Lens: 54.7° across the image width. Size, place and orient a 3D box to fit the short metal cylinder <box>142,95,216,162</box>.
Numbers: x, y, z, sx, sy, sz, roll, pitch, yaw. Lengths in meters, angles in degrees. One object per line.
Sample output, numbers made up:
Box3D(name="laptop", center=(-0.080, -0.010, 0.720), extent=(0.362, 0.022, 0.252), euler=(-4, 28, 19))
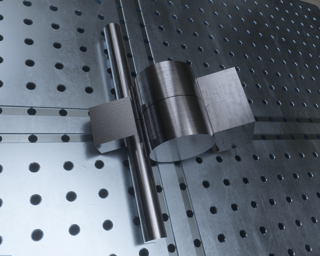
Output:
Box3D(name="short metal cylinder", center=(0.022, 0.003, 0.377), extent=(0.081, 0.080, 0.050), euler=(0, 62, -28))

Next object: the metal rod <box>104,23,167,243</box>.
Box3D(name="metal rod", center=(-0.037, -0.013, 0.390), extent=(0.025, 0.025, 0.299), euler=(0, 62, -28))

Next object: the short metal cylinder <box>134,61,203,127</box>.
Box3D(name="short metal cylinder", center=(0.011, -0.042, 0.399), extent=(0.081, 0.080, 0.050), euler=(0, 62, -28))

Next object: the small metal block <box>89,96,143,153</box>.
Box3D(name="small metal block", center=(-0.052, -0.004, 0.363), extent=(0.050, 0.025, 0.050), euler=(-16, 64, 3))

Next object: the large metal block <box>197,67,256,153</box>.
Box3D(name="large metal block", center=(0.089, -0.022, 0.420), extent=(0.050, 0.080, 0.080), euler=(-16, 65, 6))
